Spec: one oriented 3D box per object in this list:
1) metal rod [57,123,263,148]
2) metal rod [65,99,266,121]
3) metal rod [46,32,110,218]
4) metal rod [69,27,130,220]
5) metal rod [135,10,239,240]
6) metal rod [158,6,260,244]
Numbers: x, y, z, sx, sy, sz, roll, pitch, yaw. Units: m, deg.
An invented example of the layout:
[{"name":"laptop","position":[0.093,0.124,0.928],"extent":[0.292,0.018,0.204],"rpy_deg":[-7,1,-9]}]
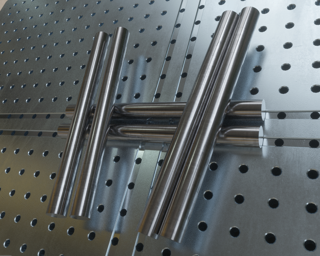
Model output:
[{"name":"metal rod","position":[-0.020,0.007,0.416],"extent":[0.300,0.025,0.025],"rpy_deg":[1,62,28]},{"name":"metal rod","position":[-0.012,-0.024,0.431],"extent":[0.300,0.025,0.025],"rpy_deg":[1,62,28]},{"name":"metal rod","position":[-0.112,-0.023,0.451],"extent":[0.025,0.025,0.300],"rpy_deg":[-8,58,24]},{"name":"metal rod","position":[-0.078,-0.025,0.435],"extent":[0.025,0.025,0.300],"rpy_deg":[-7,58,24]},{"name":"metal rod","position":[0.041,-0.020,0.369],"extent":[0.025,0.025,0.300],"rpy_deg":[10,66,32]},{"name":"metal rod","position":[0.064,-0.020,0.357],"extent":[0.025,0.025,0.300],"rpy_deg":[10,66,32]}]
